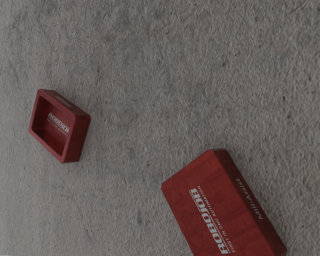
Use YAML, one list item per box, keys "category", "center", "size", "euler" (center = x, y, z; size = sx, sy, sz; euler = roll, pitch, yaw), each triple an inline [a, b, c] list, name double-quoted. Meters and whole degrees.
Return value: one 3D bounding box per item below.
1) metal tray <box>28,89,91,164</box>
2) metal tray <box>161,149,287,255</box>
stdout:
- category: "metal tray"
  center: [-0.183, -0.006, 0.552]
  size: [0.130, 0.030, 0.089]
  euler: [31, 109, 35]
- category: "metal tray"
  center: [0.065, 0.099, 0.348]
  size: [0.090, 0.030, 0.130]
  euler: [-42, 65, 32]
